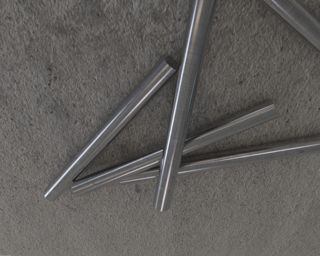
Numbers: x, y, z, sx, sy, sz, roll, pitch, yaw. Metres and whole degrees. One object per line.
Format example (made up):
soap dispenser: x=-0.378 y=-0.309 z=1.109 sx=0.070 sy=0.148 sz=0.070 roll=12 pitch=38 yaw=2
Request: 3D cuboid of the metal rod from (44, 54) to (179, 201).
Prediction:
metal rod: x=-0.080 y=0.016 z=0.419 sx=0.025 sy=0.025 sz=0.299 roll=31 pitch=123 yaw=-24

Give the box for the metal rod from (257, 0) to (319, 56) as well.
metal rod: x=0.096 y=-0.135 z=0.292 sx=0.301 sy=0.025 sz=0.025 roll=29 pitch=124 yaw=-23

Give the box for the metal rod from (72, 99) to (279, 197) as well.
metal rod: x=0.009 y=0.033 z=0.425 sx=0.300 sy=0.025 sz=0.025 roll=-23 pitch=127 yaw=15

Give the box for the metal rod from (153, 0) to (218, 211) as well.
metal rod: x=0.024 y=-0.016 z=0.364 sx=0.025 sy=0.025 sz=0.298 roll=6 pitch=121 yaw=-6

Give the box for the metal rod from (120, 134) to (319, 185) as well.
metal rod: x=0.088 y=0.046 z=0.447 sx=0.301 sy=0.025 sz=0.025 roll=-11 pitch=129 yaw=8
